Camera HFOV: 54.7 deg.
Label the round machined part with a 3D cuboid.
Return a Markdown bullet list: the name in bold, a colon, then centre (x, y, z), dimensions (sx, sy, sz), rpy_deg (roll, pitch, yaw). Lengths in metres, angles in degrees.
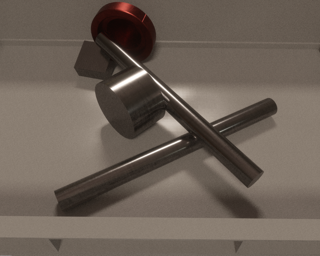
- **round machined part**: centre (-0.053, -0.152, 0.484), dimensions (0.098, 0.097, 0.042), rpy_deg (11, 53, 8)

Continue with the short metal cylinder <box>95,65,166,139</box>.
- **short metal cylinder**: centre (-0.039, -0.033, 0.397), dimensions (0.050, 0.080, 0.080), rpy_deg (-35, 58, -26)

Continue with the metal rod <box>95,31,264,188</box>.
- **metal rod**: centre (0.008, -0.039, 0.399), dimensions (0.025, 0.025, 0.300), rpy_deg (-32, 60, -24)

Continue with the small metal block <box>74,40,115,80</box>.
- **small metal block**: centre (-0.099, -0.105, 0.482), dimensions (0.050, 0.025, 0.050), rpy_deg (11, 70, 9)

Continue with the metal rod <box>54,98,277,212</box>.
- **metal rod**: centre (0.022, 0.025, 0.384), dimensions (0.302, 0.025, 0.025), rpy_deg (-23, 54, -19)
